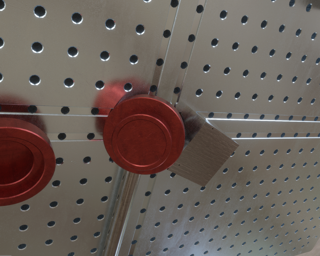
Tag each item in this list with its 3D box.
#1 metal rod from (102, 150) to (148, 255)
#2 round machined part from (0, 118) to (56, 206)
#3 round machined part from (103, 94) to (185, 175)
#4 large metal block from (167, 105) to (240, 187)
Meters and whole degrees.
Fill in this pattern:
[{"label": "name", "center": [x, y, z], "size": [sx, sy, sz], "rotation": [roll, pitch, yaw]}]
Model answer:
[{"label": "metal rod", "center": [-0.057, 0.126, 0.458], "size": [0.025, 0.025, 0.298], "rotation": [2, 117, -30]}, {"label": "round machined part", "center": [-0.166, 0.032, 0.330], "size": [0.099, 0.042, 0.097], "rotation": [-14, 124, -21]}, {"label": "round machined part", "center": [-0.019, 0.012, 0.368], "size": [0.099, 0.042, 0.097], "rotation": [1, 106, 3]}, {"label": "large metal block", "center": [0.051, 0.027, 0.440], "size": [0.080, 0.050, 0.080], "rotation": [31, 101, -38]}]
